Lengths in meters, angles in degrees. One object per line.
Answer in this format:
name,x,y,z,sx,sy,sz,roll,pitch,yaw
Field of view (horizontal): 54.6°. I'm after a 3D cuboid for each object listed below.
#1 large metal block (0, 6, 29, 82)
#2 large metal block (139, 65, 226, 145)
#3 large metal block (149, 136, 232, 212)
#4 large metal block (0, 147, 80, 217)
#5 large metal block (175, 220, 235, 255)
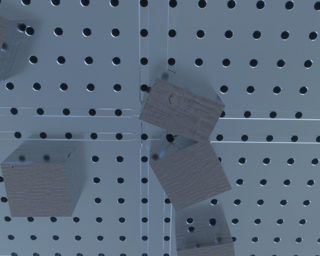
large metal block,-0.213,-0.106,0.359,0.080,0.050,0.080,24,108,-9
large metal block,0.024,-0.031,0.373,0.080,0.080,0.050,21,109,-8
large metal block,0.040,0.054,0.420,0.080,0.050,0.080,-25,108,8
large metal block,-0.160,0.073,0.426,0.080,0.050,0.079,-1,110,0
large metal block,0.070,0.195,0.472,0.080,0.050,0.080,-9,110,3
